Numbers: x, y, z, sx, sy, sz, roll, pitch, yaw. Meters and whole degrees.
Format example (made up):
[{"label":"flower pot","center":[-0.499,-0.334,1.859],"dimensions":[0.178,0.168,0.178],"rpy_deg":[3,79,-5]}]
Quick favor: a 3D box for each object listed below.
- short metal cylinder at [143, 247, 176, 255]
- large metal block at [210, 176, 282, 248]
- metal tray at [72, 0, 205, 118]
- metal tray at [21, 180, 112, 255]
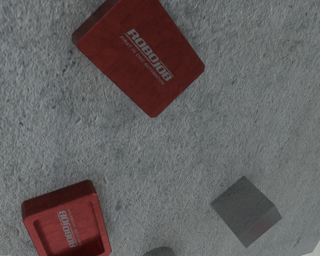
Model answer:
[{"label":"short metal cylinder","center":[0.000,0.260,0.552],"dimensions":[0.081,0.050,0.079],"rpy_deg":[-14,124,-21]},{"label":"large metal block","center":[0.149,0.145,0.543],"dimensions":[0.080,0.080,0.050],"rpy_deg":[-39,129,-2]},{"label":"metal tray","center":[-0.018,-0.082,0.343],"dimensions":[0.090,0.030,0.130],"rpy_deg":[-44,129,2]},{"label":"metal tray","center":[-0.122,0.140,0.423],"dimensions":[0.091,0.030,0.129],"rpy_deg":[-18,126,-19]}]
